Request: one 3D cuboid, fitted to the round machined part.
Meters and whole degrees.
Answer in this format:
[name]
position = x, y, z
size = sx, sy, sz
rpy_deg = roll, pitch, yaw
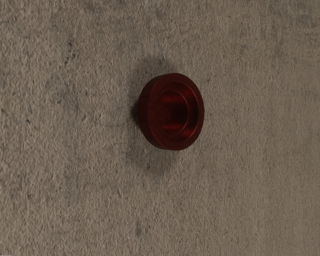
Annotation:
[round machined part]
position = 0.009, -0.020, 0.404
size = 0.099, 0.042, 0.097
rpy_deg = 0, 90, -40
